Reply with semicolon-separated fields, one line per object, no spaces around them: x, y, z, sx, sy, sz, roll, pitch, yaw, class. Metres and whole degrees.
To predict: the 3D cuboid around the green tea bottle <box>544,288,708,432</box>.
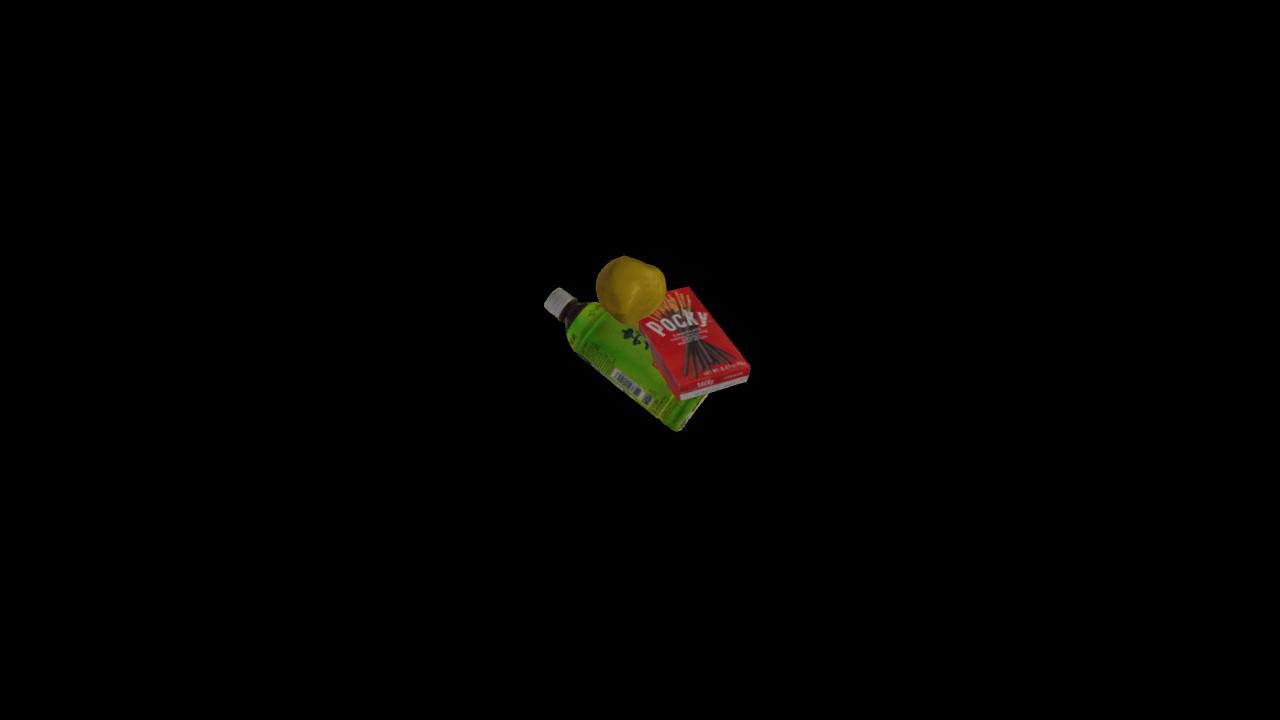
-0.020;-0.008;0.698;0.212;0.073;0.073;37;4;6;green tea bottle

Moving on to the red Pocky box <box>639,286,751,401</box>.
0.048;-0.023;0.680;0.083;0.028;0.155;-16;45;-15;red Pocky box

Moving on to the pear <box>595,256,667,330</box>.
-0.018;-0.059;0.697;0.080;0.111;0.080;19;6;-2;pear
